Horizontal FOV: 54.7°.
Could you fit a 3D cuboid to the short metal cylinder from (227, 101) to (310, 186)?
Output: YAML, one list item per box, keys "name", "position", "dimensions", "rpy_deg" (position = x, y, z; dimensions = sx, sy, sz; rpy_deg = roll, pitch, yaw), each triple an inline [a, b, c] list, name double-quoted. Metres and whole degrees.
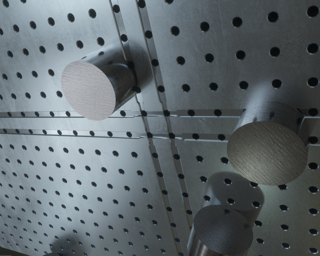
- name: "short metal cylinder"
  position: [0.120, 0.016, 0.342]
  dimensions: [0.080, 0.050, 0.079]
  rpy_deg: [13, 124, 21]

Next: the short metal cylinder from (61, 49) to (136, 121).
- name: "short metal cylinder"
  position: [-0.079, -0.056, 0.402]
  dimensions: [0.080, 0.050, 0.079]
  rpy_deg: [13, 124, 21]

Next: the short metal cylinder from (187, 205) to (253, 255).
- name: "short metal cylinder"
  position: [0.082, 0.154, 0.428]
  dimensions: [0.080, 0.080, 0.050]
  rpy_deg: [20, 126, 16]

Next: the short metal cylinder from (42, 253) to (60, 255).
- name: "short metal cylinder"
  position: [-0.262, 0.342, 0.726]
  dimensions: [0.080, 0.080, 0.050]
  rpy_deg: [-4, 116, 30]
